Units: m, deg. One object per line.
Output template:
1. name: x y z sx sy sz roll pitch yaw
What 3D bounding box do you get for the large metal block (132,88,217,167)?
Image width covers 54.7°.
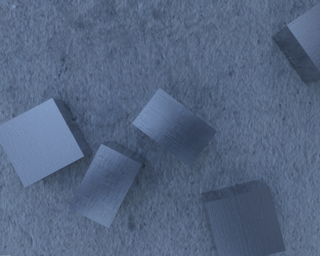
1. large metal block: 0.016 -0.001 0.383 0.080 0.080 0.050 37 90 -1

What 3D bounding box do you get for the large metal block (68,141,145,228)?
1. large metal block: -0.061 0.064 0.382 0.050 0.080 0.080 27 90 -1

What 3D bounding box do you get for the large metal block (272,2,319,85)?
1. large metal block: 0.210 -0.115 0.400 0.080 0.050 0.080 -35 90 0

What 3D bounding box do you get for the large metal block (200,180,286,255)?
1. large metal block: 0.104 0.119 0.399 0.080 0.050 0.080 -14 90 -1

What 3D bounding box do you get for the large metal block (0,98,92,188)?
1. large metal block: -0.145 0.018 0.396 0.080 0.050 0.080 -28 90 0
